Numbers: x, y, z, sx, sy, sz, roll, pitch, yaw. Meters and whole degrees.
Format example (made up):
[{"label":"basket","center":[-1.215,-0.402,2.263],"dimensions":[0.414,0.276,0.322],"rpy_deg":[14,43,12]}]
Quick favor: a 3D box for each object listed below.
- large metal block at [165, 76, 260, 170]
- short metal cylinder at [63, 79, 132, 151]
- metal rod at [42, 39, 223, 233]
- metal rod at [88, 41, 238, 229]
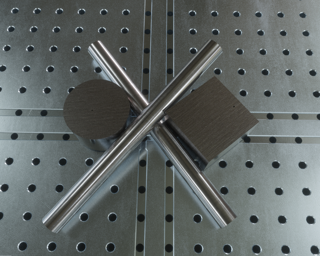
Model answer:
[{"label":"large metal block","center":[0.063,-0.005,0.396],"dimensions":[0.080,0.050,0.080],"rpy_deg":[-37,74,-12]},{"label":"short metal cylinder","center":[-0.077,-0.016,0.400],"dimensions":[0.081,0.050,0.080],"rpy_deg":[0,70,0]},{"label":"metal rod","center":[-0.029,0.005,0.383],"dimensions":[0.025,0.025,0.300],"rpy_deg":[41,83,13]},{"label":"metal rod","center":[-0.006,-0.003,0.408],"dimensions":[0.025,0.025,0.300],"rpy_deg":[-34,74,-12]}]
